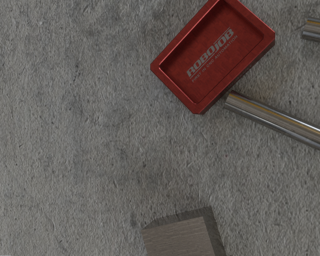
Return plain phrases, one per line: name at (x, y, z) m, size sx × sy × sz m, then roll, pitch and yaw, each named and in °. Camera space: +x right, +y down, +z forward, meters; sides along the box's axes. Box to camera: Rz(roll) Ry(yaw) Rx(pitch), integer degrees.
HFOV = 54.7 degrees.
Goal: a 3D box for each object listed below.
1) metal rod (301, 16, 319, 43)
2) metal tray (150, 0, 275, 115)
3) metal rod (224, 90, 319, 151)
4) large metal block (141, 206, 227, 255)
metal rod at (0.299, -0.067, 0.304) m, size 0.301 × 0.025 × 0.025 m, roll 19°, pitch 96°, yaw 18°
metal tray at (0.063, -0.091, 0.383) m, size 0.130 × 0.030 × 0.090 m, roll -46°, pitch 76°, yaw 14°
metal rod at (0.212, 0.029, 0.334) m, size 0.301 × 0.025 × 0.025 m, roll 27°, pitch 99°, yaw 17°
large metal block at (0.033, 0.150, 0.384) m, size 0.080 × 0.050 × 0.080 m, roll -19°, pitch 84°, yaw 18°
